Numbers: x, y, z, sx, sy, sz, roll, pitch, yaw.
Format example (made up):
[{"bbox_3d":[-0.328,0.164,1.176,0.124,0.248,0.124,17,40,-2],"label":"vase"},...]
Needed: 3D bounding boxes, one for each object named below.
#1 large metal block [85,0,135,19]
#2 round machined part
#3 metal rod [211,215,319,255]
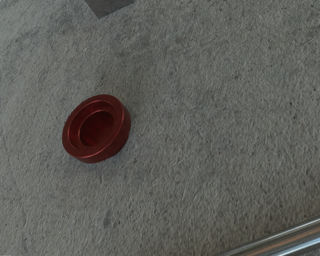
[{"bbox_3d":[-0.099,-0.272,0.605,0.080,0.050,0.080,-19,55,17],"label":"large metal block"},{"bbox_3d":[-0.083,0.005,0.432,0.098,0.042,0.098,-13,56,20],"label":"round machined part"},{"bbox_3d":[0.055,0.133,0.292,0.301,0.025,0.025,-26,53,11],"label":"metal rod"}]
